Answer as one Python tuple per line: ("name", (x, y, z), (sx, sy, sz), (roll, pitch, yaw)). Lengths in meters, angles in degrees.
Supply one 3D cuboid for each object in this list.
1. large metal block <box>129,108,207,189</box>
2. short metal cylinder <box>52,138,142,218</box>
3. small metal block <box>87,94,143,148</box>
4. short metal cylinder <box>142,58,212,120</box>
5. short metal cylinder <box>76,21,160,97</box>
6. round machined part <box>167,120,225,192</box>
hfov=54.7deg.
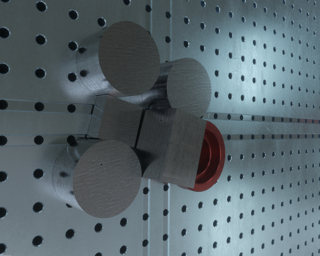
("large metal block", (0.002, 0.023, 0.371), (0.050, 0.080, 0.080), (20, 77, -38))
("short metal cylinder", (-0.067, 0.052, 0.336), (0.081, 0.050, 0.080), (0, 90, -40))
("small metal block", (-0.052, -0.007, 0.365), (0.050, 0.025, 0.050), (19, 78, -38))
("short metal cylinder", (0.023, -0.049, 0.411), (0.081, 0.050, 0.080), (0, 90, -40))
("short metal cylinder", (-0.047, -0.075, 0.353), (0.081, 0.050, 0.080), (0, 90, -40))
("round machined part", (0.044, 0.037, 0.435), (0.099, 0.042, 0.097), (0, 90, -40))
